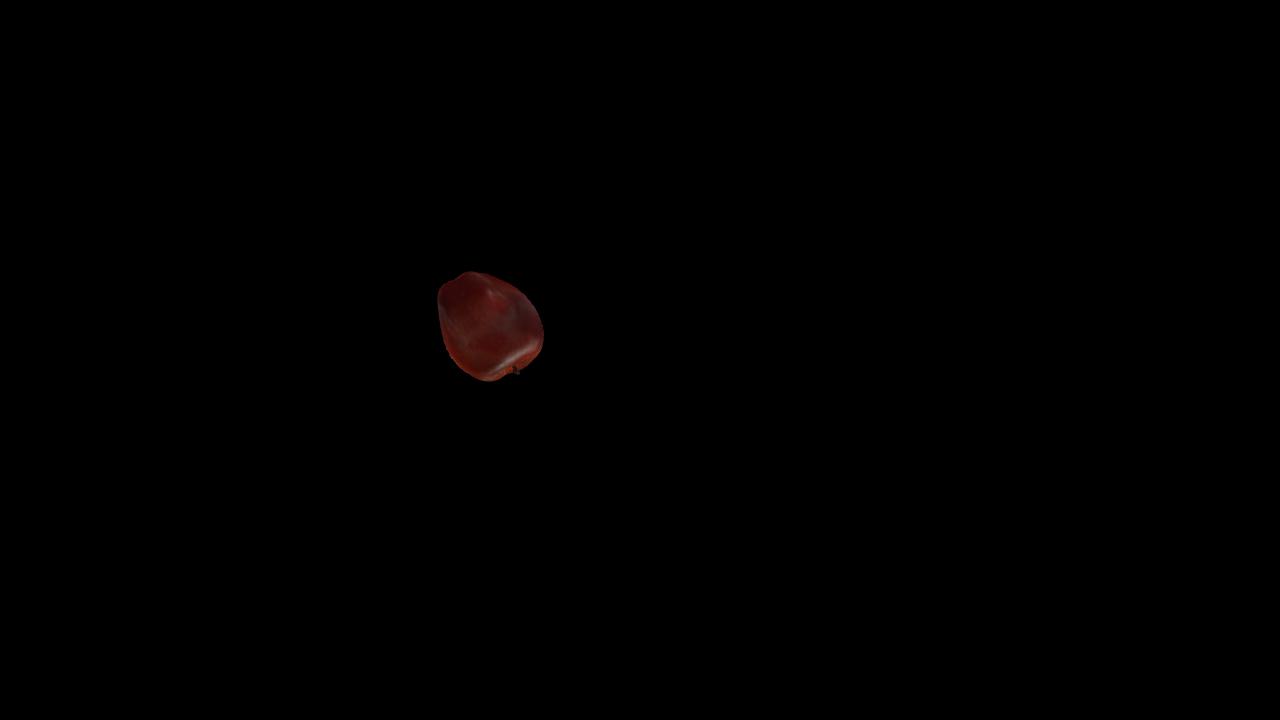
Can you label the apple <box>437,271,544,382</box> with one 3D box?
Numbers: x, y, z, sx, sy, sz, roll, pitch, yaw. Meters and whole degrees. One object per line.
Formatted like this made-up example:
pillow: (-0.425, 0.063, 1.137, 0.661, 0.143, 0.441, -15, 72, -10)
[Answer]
apple: (-0.121, -0.027, 0.499, 0.079, 0.093, 0.079, -34, -7, -5)
